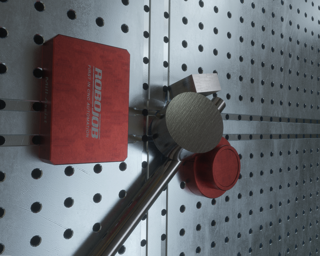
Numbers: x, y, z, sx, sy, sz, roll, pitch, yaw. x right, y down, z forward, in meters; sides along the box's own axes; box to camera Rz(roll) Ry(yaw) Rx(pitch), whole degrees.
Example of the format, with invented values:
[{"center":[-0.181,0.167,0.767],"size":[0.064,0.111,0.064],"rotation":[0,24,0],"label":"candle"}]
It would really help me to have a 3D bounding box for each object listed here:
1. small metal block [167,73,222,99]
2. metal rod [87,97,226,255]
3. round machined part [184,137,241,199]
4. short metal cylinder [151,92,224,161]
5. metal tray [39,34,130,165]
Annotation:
[{"center":[0.048,-0.055,0.432],"size":[0.050,0.050,0.025],"rotation":[-11,84,-40],"label":"small metal block"},{"center":[0.006,0.060,0.416],"size":[0.301,0.025,0.025],"rotation":[-49,120,-29],"label":"metal rod"},{"center":[0.086,0.059,0.473],"size":[0.099,0.042,0.097],"rotation":[0,90,-40],"label":"round machined part"},{"center":[0.035,-0.001,0.406],"size":[0.081,0.050,0.080],"rotation":[7,71,-21],"label":"short metal cylinder"},{"center":[-0.080,-0.027,0.340],"size":[0.091,0.030,0.129],"rotation":[2,89,-40],"label":"metal tray"}]
